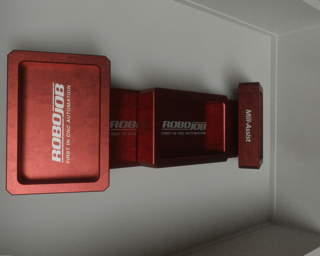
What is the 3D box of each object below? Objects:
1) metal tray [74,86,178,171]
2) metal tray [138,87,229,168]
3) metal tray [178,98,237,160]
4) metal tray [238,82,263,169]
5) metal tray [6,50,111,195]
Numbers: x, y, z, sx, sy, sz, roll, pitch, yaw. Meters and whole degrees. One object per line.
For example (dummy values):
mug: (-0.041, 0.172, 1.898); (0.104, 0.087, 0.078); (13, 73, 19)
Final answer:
metal tray: (-0.036, 0.000, 0.373); (0.131, 0.030, 0.089); (0, 90, -40)
metal tray: (0.034, 0.000, 0.390); (0.131, 0.030, 0.089); (1, 89, -40)
metal tray: (0.065, 0.001, 0.456); (0.131, 0.030, 0.089); (0, 90, -40)
metal tray: (0.148, -0.004, 0.500); (0.090, 0.030, 0.129); (0, 90, -68)
metal tray: (-0.095, -0.005, 0.298); (0.091, 0.030, 0.129); (1, 90, -15)
